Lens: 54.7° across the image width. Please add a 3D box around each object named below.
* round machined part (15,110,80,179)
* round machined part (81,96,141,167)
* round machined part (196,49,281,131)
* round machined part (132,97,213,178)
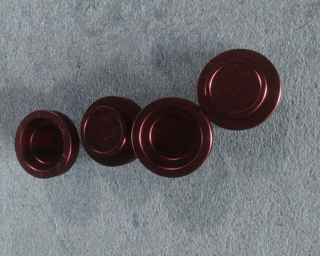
[{"bbox_3d":[-0.160,0.023,0.456,0.098,0.042,0.097,0,90,20],"label":"round machined part"},{"bbox_3d":[-0.068,0.005,0.424,0.098,0.042,0.097,0,90,20],"label":"round machined part"},{"bbox_3d":[0.091,-0.045,0.368,0.098,0.042,0.097,0,90,20],"label":"round machined part"},{"bbox_3d":[0.018,0.010,0.390,0.098,0.042,0.097,1,94,15],"label":"round machined part"}]
